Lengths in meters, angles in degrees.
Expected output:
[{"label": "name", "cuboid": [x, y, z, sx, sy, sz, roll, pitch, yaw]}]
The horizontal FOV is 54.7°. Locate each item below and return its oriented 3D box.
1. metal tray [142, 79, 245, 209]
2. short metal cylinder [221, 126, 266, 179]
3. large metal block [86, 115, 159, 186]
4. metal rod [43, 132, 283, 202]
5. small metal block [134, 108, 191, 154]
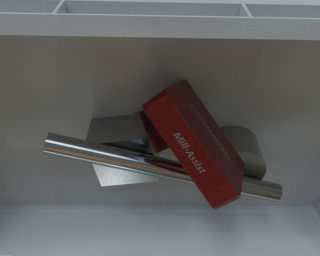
[{"label": "metal tray", "cuboid": [0.043, 0.012, 0.343, 0.030, 0.090, 0.130, -34, 93, 24]}, {"label": "short metal cylinder", "cuboid": [0.100, 0.044, 0.430, 0.081, 0.050, 0.079, 0, 130, 0]}, {"label": "large metal block", "cuboid": [-0.046, 0.030, 0.416, 0.080, 0.050, 0.080, -6, 130, 4]}, {"label": "metal rod", "cuboid": [0.014, 0.052, 0.385, 0.302, 0.025, 0.025, 14, 129, -12]}, {"label": "small metal block", "cuboid": [0.003, -0.003, 0.361, 0.050, 0.025, 0.050, -20, 97, -18]}]
